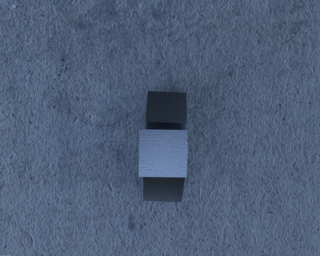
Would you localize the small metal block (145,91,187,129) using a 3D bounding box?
[{"bbox_3d":[0.008,-0.020,0.399,0.050,0.025,0.050,3,54,0],"label":"small metal block"}]

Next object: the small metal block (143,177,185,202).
[{"bbox_3d":[0.004,0.069,0.399,0.050,0.025,0.050,2,131,-1],"label":"small metal block"}]

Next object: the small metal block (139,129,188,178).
[{"bbox_3d":[0.003,0.027,0.336,0.050,0.025,0.050,1,90,-1],"label":"small metal block"}]

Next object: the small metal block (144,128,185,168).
[{"bbox_3d":[0.006,0.026,0.412,0.050,0.025,0.050,2,90,-1],"label":"small metal block"}]

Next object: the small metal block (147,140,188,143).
[{"bbox_3d":[0.006,0.027,0.373,0.050,0.050,0.025,2,90,-1],"label":"small metal block"}]
